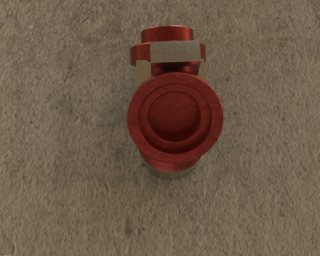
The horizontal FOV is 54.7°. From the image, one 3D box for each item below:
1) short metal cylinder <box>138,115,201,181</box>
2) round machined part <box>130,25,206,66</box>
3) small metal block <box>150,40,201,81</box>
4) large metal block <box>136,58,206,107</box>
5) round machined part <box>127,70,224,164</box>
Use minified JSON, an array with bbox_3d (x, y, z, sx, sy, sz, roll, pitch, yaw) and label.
[{"bbox_3d":[0.013,0.022,0.389,0.081,0.050,0.080,0,70,0],"label":"short metal cylinder"},{"bbox_3d":[0.010,-0.105,0.405,0.099,0.098,0.042,-2,95,-1],"label":"round machined part"},{"bbox_3d":[0.015,-0.069,0.336,0.050,0.050,0.025,-3,70,-1],"label":"small metal block"},{"bbox_3d":[0.013,-0.045,0.396,0.081,0.080,0.050,-2,70,-1],"label":"large metal block"},{"bbox_3d":[0.016,-0.014,0.336,0.099,0.042,0.097,-1,109,-1],"label":"round machined part"}]
